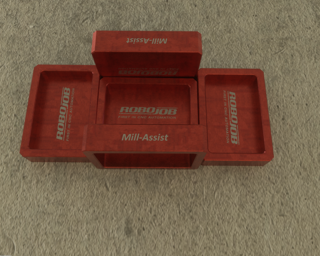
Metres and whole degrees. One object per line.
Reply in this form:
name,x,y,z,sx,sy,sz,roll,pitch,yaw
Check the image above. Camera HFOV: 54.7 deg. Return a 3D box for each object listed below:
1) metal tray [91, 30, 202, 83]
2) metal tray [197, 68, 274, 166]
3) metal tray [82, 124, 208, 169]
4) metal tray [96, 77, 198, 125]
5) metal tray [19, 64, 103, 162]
metal tray,-0.015,-0.088,0.407,0.131,0.090,0.030,0,70,0
metal tray,0.095,-0.016,0.414,0.091,0.030,0.130,1,70,0
metal tray,-0.016,0.025,0.364,0.131,0.090,0.030,0,70,0
metal tray,-0.016,-0.021,0.414,0.131,0.030,0.090,1,70,0
metal tray,-0.126,-0.021,0.413,0.091,0.030,0.130,1,70,0
